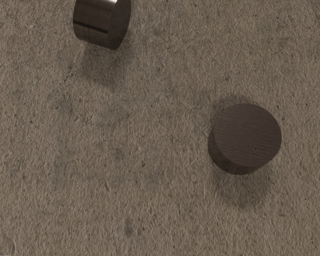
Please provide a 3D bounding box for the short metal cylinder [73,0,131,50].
[{"bbox_3d":[-0.079,-0.156,0.435,0.050,0.080,0.080,19,71,6],"label":"short metal cylinder"}]

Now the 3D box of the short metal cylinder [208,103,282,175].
[{"bbox_3d":[0.104,0.015,0.391,0.081,0.050,0.080,0,70,0],"label":"short metal cylinder"}]
